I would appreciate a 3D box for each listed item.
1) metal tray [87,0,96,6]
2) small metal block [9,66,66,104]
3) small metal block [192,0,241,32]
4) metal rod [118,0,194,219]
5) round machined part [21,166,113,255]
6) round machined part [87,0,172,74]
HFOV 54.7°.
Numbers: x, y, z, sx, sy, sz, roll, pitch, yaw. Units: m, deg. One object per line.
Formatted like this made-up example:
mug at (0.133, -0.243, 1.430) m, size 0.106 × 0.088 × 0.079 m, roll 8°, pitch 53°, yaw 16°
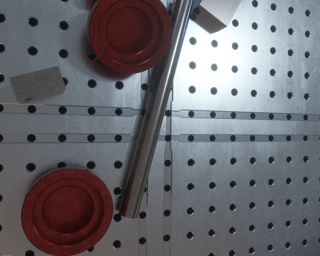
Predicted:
metal tray at (-0.049, -0.222, 0.391) m, size 0.091 × 0.030 × 0.129 m, roll -5°, pitch 92°, yaw -20°
small metal block at (-0.136, -0.047, 0.349) m, size 0.050 × 0.050 × 0.025 m, roll -19°, pitch 97°, yaw -19°
small metal block at (0.082, -0.176, 0.442) m, size 0.050 × 0.025 × 0.050 m, roll 31°, pitch 80°, yaw -17°
metal rod at (-0.004, -0.032, 0.411) m, size 0.025 × 0.025 × 0.299 m, roll 17°, pitch 84°, yaw -19°
round machined part at (-0.108, 0.094, 0.364) m, size 0.099 × 0.042 × 0.097 m, roll 0°, pitch 90°, yaw -20°
round machined part at (-0.039, -0.119, 0.376) m, size 0.099 × 0.042 × 0.097 m, roll -9°, pitch 120°, yaw -16°
